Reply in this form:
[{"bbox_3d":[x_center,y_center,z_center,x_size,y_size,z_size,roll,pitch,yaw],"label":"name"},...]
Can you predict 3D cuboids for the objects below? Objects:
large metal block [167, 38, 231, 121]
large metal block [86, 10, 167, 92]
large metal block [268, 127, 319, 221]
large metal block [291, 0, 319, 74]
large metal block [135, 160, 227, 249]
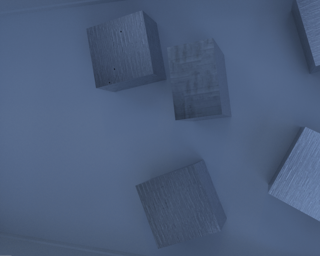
[{"bbox_3d":[0.049,-0.051,0.363,0.050,0.080,0.080,-7,88,19],"label":"large metal block"},{"bbox_3d":[-0.043,-0.098,0.412,0.080,0.050,0.080,-11,86,19],"label":"large metal block"},{"bbox_3d":[0.175,0.052,0.336,0.080,0.050,0.080,28,99,17],"label":"large metal block"},{"bbox_3d":[0.194,-0.111,0.329,0.080,0.050,0.080,-15,85,19],"label":"large metal block"},{"bbox_3d":[0.027,0.093,0.387,0.080,0.050,0.080,-23,83,18],"label":"large metal block"}]
